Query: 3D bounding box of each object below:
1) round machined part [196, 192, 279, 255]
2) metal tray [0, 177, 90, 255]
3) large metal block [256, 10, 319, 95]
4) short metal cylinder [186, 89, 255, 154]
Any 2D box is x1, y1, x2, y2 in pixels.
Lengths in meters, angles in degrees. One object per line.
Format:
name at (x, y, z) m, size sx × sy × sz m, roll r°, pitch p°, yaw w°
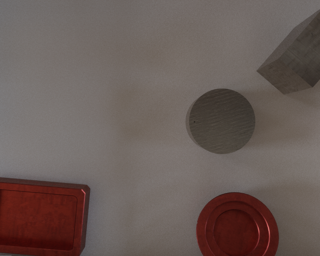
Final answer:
round machined part at (0.095, 0.133, 0.395) m, size 0.099 × 0.042 × 0.098 m, roll -2°, pitch 73°, yaw 5°
metal tray at (-0.163, 0.117, 0.406) m, size 0.131 × 0.030 × 0.089 m, roll 5°, pitch 90°, yaw -1°
large metal block at (0.178, -0.092, 0.386) m, size 0.050 × 0.080 × 0.080 m, roll 41°, pitch 90°, yaw -1°
short metal cylinder at (0.075, -0.008, 0.400) m, size 0.081 × 0.050 × 0.079 m, roll 0°, pitch 90°, yaw -1°
